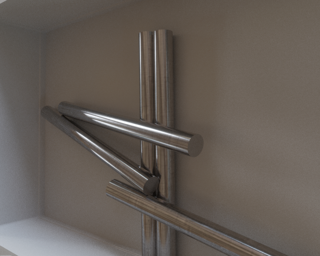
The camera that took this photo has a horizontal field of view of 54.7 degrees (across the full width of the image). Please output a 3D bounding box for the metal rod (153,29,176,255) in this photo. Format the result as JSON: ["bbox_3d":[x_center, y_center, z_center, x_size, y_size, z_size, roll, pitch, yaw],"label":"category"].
[{"bbox_3d":[0.006,0.026,0.396,0.025,0.025,0.298,-1,89,39],"label":"metal rod"}]

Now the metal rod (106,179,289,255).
[{"bbox_3d":[0.058,0.116,0.333,0.300,0.025,0.025,16,100,33],"label":"metal rod"}]

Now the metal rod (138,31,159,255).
[{"bbox_3d":[-0.014,0.023,0.412,0.025,0.025,0.298,-2,89,39],"label":"metal rod"}]

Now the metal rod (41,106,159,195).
[{"bbox_3d":[-0.110,0.020,0.477,0.300,0.025,0.025,27,107,42],"label":"metal rod"}]

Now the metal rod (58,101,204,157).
[{"bbox_3d":[-0.064,-0.008,0.430,0.300,0.025,0.025,15,99,46],"label":"metal rod"}]
